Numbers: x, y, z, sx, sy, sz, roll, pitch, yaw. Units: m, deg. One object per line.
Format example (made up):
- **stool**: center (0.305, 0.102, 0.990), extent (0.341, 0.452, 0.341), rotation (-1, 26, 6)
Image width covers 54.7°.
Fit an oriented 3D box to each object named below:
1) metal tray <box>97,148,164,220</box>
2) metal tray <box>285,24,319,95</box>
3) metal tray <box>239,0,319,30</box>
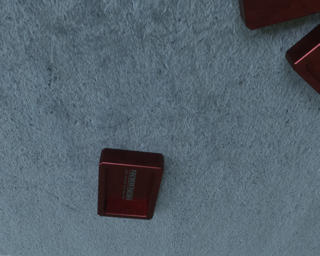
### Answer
- **metal tray**: center (-0.048, 0.091, 0.480), extent (0.091, 0.030, 0.129), rotation (6, 130, -6)
- **metal tray**: center (0.216, -0.090, 0.328), extent (0.090, 0.030, 0.129), rotation (32, 123, -25)
- **metal tray**: center (0.110, -0.161, 0.268), extent (0.090, 0.030, 0.129), rotation (-13, 129, 10)
